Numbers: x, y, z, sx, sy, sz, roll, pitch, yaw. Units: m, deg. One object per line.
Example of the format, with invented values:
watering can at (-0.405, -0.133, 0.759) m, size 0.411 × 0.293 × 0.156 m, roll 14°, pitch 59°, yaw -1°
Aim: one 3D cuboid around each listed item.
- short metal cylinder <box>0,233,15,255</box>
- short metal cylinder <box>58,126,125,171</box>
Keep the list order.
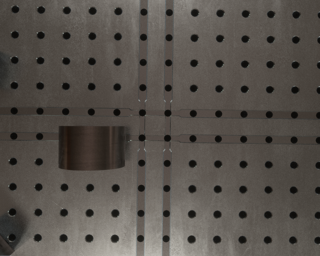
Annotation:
short metal cylinder at (-0.232, 0.164, 0.383) m, size 0.080 × 0.080 × 0.050 m, roll -40°, pitch 91°, yaw 0°
short metal cylinder at (-0.084, 0.022, 0.385) m, size 0.081 × 0.080 × 0.050 m, roll 0°, pitch 90°, yaw -1°
